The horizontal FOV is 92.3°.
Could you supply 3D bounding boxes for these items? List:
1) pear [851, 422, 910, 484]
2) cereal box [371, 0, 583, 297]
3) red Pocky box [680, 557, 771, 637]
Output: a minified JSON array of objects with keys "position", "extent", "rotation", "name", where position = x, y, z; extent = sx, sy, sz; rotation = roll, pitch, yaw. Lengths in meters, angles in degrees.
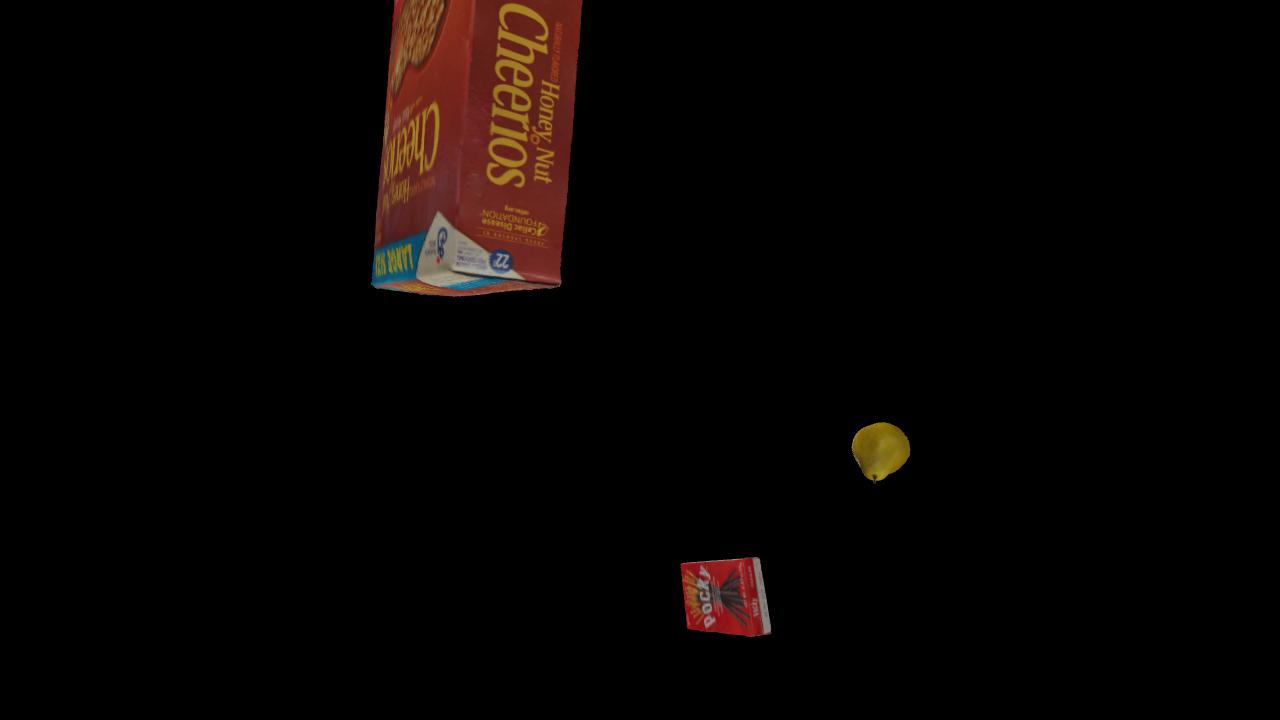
[{"position":[0.338,0.144,0.879],"extent":[0.080,0.080,0.111],"rotation":[0,38,39],"name":"pear"},{"position":[-0.118,-0.198,0.425],"extent":[0.081,0.306,0.203],"rotation":[5,2,-35],"name":"cereal box"},{"position":[0.097,0.283,0.739],"extent":[0.028,0.083,0.155],"rotation":[1,-19,-25],"name":"red Pocky box"}]
